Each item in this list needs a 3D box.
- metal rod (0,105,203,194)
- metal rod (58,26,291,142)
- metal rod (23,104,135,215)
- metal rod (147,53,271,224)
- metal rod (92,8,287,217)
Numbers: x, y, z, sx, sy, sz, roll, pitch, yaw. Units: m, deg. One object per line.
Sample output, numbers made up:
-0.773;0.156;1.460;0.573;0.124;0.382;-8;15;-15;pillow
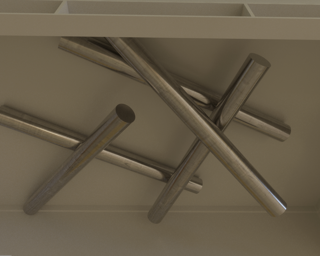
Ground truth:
-0.072;0.037;0.439;0.302;0.025;0.025;22;127;-18;metal rod
0.032;-0.044;0.371;0.302;0.025;0.025;21;127;-17;metal rod
-0.128;0.059;0.430;0.025;0.025;0.299;30;132;-23;metal rod
0.047;0.036;0.405;0.025;0.025;0.298;17;128;-14;metal rod
0.042;-0.007;0.346;0.025;0.025;0.300;-37;104;27;metal rod
